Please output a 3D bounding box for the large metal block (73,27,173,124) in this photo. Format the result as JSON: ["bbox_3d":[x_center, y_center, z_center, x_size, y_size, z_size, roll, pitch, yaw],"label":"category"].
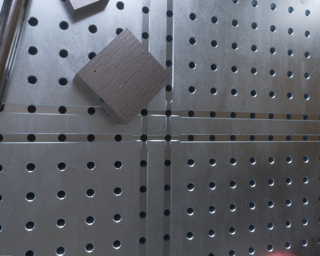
[{"bbox_3d":[-0.047,-0.061,0.382,0.080,0.050,0.080,46,76,-14],"label":"large metal block"}]

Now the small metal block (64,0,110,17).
[{"bbox_3d":[-0.095,-0.172,0.377,0.050,0.025,0.050,-30,100,-18],"label":"small metal block"}]

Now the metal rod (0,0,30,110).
[{"bbox_3d":[-0.157,-0.168,0.354,0.025,0.025,0.298,14,85,-20],"label":"metal rod"}]
